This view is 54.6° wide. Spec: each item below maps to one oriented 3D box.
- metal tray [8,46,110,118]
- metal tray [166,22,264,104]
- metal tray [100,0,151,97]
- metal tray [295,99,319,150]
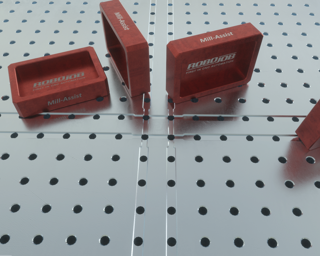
[{"bbox_3d":[-0.151,-0.073,0.464,0.131,0.030,0.090,-17,52,-14],"label":"metal tray"},{"bbox_3d":[0.074,-0.091,0.442,0.131,0.090,0.030,-17,52,-14],"label":"metal tray"},{"bbox_3d":[-0.053,-0.121,0.466,0.030,0.090,0.130,-18,52,-14],"label":"metal tray"},{"bbox_3d":[0.246,-0.024,0.384,0.131,0.090,0.030,-17,59,-14],"label":"metal tray"}]
